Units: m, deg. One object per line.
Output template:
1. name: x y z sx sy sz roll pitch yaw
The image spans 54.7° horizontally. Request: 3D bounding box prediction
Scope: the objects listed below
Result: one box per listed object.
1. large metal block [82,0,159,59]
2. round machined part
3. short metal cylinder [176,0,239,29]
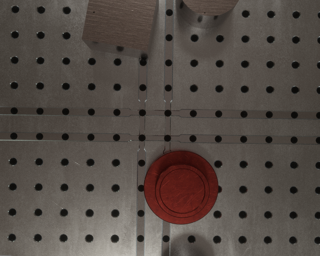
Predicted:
1. large metal block: -0.048 -0.140 0.400 0.080 0.050 0.080 10 90 -1
2. round machined part: 0.028 0.078 0.405 0.099 0.042 0.097 0 90 -1
3. short metal cylinder: 0.062 -0.176 0.402 0.081 0.050 0.079 0 90 -1
